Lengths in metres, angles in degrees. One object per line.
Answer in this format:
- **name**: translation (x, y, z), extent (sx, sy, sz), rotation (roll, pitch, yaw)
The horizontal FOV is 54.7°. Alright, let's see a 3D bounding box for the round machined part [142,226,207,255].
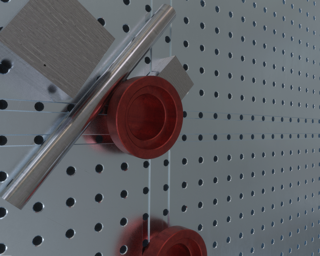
- **round machined part**: translation (0.014, 0.179, 0.411), extent (0.099, 0.042, 0.097), rotation (0, 90, -40)

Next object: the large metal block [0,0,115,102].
- **large metal block**: translation (-0.105, -0.083, 0.304), extent (0.080, 0.050, 0.080), rotation (42, 64, -32)

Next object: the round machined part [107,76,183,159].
- **round machined part**: translation (-0.022, -0.014, 0.376), extent (0.099, 0.042, 0.097), rotation (-6, 100, -39)

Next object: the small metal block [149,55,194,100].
- **small metal block**: translation (0.012, -0.061, 0.419), extent (0.050, 0.025, 0.050), rotation (-52, 121, -27)

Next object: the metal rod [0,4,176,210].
- **metal rod**: translation (-0.065, -0.043, 0.354), extent (0.025, 0.025, 0.301), rotation (49, 61, -29)
